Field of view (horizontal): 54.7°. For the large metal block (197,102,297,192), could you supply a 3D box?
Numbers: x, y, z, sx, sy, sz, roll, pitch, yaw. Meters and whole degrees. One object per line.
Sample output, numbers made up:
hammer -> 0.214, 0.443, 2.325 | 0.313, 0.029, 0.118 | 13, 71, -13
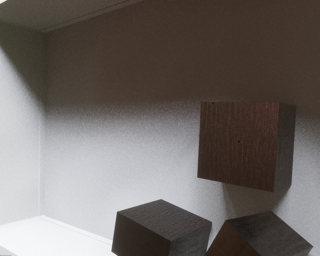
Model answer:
large metal block -> 0.088, 0.015, 0.317 | 0.080, 0.050, 0.079 | 4, 93, 39

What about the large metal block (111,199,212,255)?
large metal block -> 0.003, 0.129, 0.367 | 0.080, 0.081, 0.050 | 15, 100, 38

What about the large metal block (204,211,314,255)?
large metal block -> 0.086, 0.131, 0.294 | 0.050, 0.081, 0.079 | 42, 116, 42
